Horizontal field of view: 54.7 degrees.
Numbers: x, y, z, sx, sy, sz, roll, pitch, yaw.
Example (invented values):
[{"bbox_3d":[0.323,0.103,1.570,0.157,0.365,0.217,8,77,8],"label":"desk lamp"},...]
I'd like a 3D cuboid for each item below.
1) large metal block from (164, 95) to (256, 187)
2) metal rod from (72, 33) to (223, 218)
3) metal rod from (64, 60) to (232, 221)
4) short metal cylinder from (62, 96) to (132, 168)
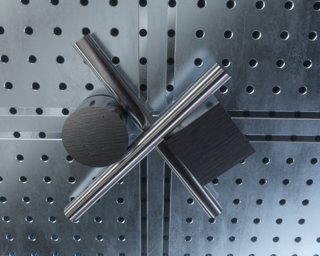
[{"bbox_3d":[0.062,0.014,0.401,0.080,0.050,0.080,-37,106,12],"label":"large metal block"},{"bbox_3d":[-0.006,0.008,0.412,0.025,0.025,0.300,-34,107,11],"label":"metal rod"},{"bbox_3d":[-0.030,0.030,0.398,0.025,0.025,0.299,41,113,-14],"label":"metal rod"},{"bbox_3d":[-0.078,0.004,0.397,0.081,0.050,0.079,0,110,0],"label":"short metal cylinder"}]
